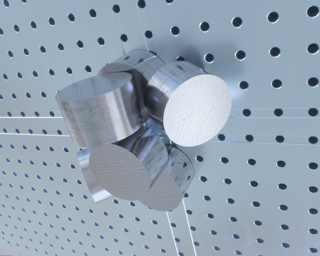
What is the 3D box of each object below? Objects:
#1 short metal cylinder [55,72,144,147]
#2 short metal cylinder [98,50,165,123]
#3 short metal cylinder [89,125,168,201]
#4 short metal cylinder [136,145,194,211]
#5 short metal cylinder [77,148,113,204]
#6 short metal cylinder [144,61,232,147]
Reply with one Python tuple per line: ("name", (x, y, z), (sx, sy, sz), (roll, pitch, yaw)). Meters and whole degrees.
("short metal cylinder", (-0.062, -0.022, 0.329), (0.080, 0.080, 0.050), (1, 119, 28))
("short metal cylinder", (-0.032, -0.050, 0.381), (0.080, 0.050, 0.079), (13, 125, 20))
("short metal cylinder", (-0.037, 0.040, 0.374), (0.080, 0.050, 0.079), (13, 124, 21))
("short metal cylinder", (0.002, 0.070, 0.437), (0.080, 0.050, 0.079), (13, 125, 20))
("short metal cylinder", (-0.082, 0.062, 0.450), (0.050, 0.080, 0.080), (-21, 114, -11))
("short metal cylinder", (0.029, -0.027, 0.335), (0.050, 0.081, 0.079), (-134, 34, -53))
